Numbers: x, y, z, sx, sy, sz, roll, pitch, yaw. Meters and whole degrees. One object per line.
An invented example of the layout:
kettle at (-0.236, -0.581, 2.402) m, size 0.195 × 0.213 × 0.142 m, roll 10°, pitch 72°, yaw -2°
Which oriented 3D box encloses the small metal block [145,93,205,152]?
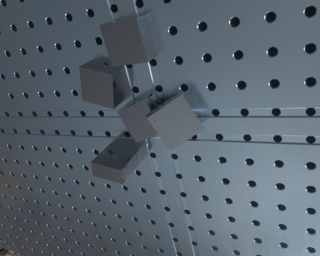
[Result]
small metal block at (0.018, -0.008, 0.380) m, size 0.050 × 0.025 × 0.050 m, roll -34°, pitch 102°, yaw -1°

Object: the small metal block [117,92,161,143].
small metal block at (-0.020, -0.013, 0.412) m, size 0.050 × 0.025 × 0.050 m, roll -20°, pitch 108°, yaw 35°

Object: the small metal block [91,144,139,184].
small metal block at (-0.066, 0.052, 0.460) m, size 0.050 × 0.050 × 0.025 m, roll 11°, pitch 123°, yaw 22°

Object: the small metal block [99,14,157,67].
small metal block at (-0.037, -0.103, 0.366) m, size 0.050 × 0.025 × 0.050 m, roll 0°, pitch 119°, yaw 28°

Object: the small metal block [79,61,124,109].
small metal block at (-0.078, -0.058, 0.415) m, size 0.050 × 0.025 × 0.050 m, roll 16°, pitch 125°, yaw 18°
